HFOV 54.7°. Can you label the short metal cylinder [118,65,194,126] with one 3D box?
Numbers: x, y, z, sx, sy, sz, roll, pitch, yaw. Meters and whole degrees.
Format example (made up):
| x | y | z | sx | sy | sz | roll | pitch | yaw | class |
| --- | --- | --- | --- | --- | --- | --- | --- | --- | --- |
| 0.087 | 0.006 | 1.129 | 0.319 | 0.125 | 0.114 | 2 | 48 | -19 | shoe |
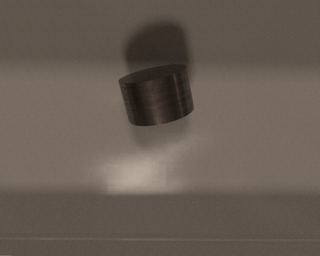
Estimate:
| x | y | z | sx | sy | sz | roll | pitch | yaw | class |
| --- | --- | --- | --- | --- | --- | --- | --- | --- | --- |
| -0.004 | -0.041 | 0.367 | 0.080 | 0.080 | 0.050 | -11 | 110 | 4 | short metal cylinder |
